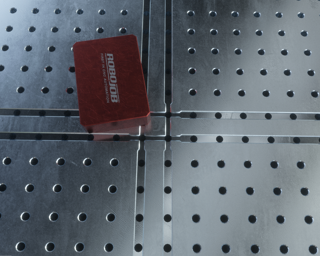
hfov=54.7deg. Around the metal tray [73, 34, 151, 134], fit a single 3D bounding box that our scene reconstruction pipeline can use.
[{"bbox_3d":[-0.068,-0.063,0.431,0.091,0.030,0.129,-9,70,-4],"label":"metal tray"}]
